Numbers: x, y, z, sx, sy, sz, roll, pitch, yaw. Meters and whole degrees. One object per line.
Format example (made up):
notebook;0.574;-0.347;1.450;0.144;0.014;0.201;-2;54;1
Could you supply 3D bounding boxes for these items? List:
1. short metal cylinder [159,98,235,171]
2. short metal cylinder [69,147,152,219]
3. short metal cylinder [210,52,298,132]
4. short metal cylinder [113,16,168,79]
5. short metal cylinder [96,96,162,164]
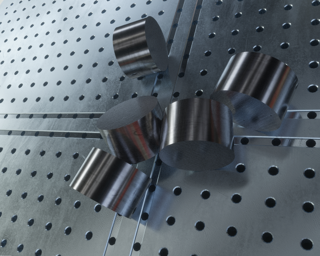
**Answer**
short metal cylinder;0.041;0.010;0.345;0.080;0.080;0.050;-9;58;23
short metal cylinder;-0.057;0.064;0.362;0.080;0.080;0.050;18;72;35
short metal cylinder;0.103;-0.038;0.342;0.080;0.080;0.050;18;71;34
short metal cylinder;-0.027;-0.118;0.458;0.050;0.080;0.080;-10;57;22
short metal cylinder;-0.031;0.001;0.386;0.080;0.050;0.080;-18;26;9
